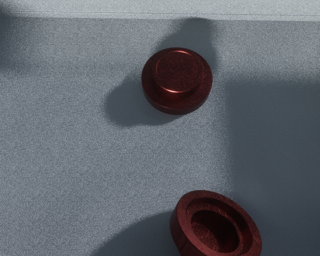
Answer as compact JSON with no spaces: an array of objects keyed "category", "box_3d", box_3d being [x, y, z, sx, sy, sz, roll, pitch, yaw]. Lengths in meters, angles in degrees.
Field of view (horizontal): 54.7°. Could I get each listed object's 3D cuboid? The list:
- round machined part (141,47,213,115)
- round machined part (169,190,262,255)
[{"category":"round machined part","box_3d":[0.024,-0.071,0.426,0.099,0.042,0.098,0,70,0]},{"category":"round machined part","box_3d":[0.056,0.118,0.340,0.099,0.042,0.098,17,31,-10]}]
